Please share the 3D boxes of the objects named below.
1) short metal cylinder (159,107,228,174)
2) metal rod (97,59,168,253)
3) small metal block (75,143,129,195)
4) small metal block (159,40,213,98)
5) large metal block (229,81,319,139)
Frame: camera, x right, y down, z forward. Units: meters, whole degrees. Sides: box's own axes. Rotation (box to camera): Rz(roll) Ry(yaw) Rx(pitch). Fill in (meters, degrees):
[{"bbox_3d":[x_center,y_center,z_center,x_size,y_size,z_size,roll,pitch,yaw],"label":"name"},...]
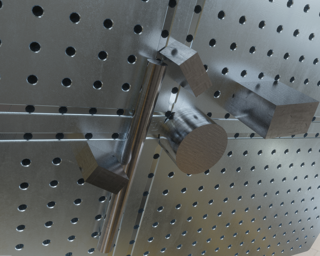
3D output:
[{"bbox_3d":[0.046,0.018,0.433,0.081,0.050,0.079,-14,125,-21],"label":"short metal cylinder"},{"bbox_3d":[-0.044,0.054,0.421,0.025,0.025,0.298,3,117,-30],"label":"metal rod"},{"bbox_3d":[-0.073,0.051,0.388,0.050,0.050,0.025,34,99,-39],"label":"small metal block"},{"bbox_3d":[0.031,-0.071,0.370,0.025,0.050,0.050,-37,130,-4],"label":"small metal block"},{"bbox_3d":[0.162,-0.030,0.449,0.081,0.080,0.050,-6,121,-26],"label":"large metal block"}]
